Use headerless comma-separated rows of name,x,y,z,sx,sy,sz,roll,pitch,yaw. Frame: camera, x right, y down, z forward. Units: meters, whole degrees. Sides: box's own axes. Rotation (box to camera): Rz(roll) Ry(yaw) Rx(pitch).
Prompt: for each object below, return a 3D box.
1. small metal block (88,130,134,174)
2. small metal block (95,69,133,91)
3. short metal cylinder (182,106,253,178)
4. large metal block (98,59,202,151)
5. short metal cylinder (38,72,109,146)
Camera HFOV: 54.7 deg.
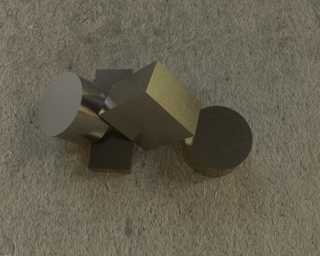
small metal block,-0.061,0.031,0.397,0.050,0.025,0.050,3,70,0
small metal block,-0.063,-0.053,0.428,0.050,0.025,0.050,-1,70,-1
short metal cylinder,0.069,0.019,0.390,0.081,0.050,0.080,0,70,0
large metal block,-0.011,-0.022,0.368,0.080,0.080,0.050,41,48,-30
short metal cylinder,-0.104,-0.022,0.384,0.080,0.050,0.080,-13,67,33
